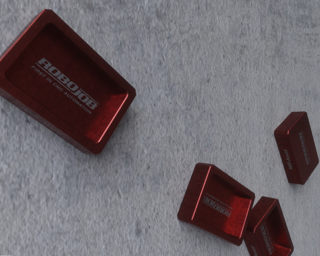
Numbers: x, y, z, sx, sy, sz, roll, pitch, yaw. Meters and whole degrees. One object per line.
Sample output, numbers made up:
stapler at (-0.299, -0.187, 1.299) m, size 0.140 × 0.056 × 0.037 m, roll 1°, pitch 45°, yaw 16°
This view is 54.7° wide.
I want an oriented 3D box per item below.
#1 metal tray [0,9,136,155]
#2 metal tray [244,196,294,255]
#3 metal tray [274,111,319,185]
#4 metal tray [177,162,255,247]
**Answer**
metal tray at (-0.095, -0.043, 0.322) m, size 0.130 × 0.030 × 0.090 m, roll 43°, pitch 64°, yaw -32°
metal tray at (0.201, 0.205, 0.573) m, size 0.091 × 0.030 × 0.129 m, roll -37°, pitch 113°, yaw -34°
metal tray at (0.288, 0.041, 0.647) m, size 0.091 × 0.030 × 0.129 m, roll -37°, pitch 113°, yaw -34°
metal tray at (0.092, 0.120, 0.481) m, size 0.130 × 0.030 × 0.090 m, roll 35°, pitch 68°, yaw -35°
